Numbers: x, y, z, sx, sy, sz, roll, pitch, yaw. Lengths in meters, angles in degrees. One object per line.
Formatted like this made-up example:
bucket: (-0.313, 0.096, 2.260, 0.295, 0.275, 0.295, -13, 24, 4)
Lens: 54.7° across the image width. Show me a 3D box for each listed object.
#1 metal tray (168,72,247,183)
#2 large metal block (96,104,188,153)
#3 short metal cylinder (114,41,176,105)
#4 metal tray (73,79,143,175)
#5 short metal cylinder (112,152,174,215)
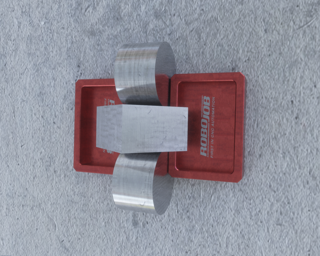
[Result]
metal tray: (0.059, -0.002, 0.387, 0.090, 0.030, 0.129, 2, 91, 19)
large metal block: (-0.023, 0.000, 0.367, 0.080, 0.081, 0.050, 3, 93, 60)
short metal cylinder: (-0.015, -0.065, 0.386, 0.050, 0.080, 0.079, 2, 91, 20)
metal tray: (-0.073, -0.002, 0.434, 0.090, 0.030, 0.129, 2, 91, 19)
short metal cylinder: (-0.018, 0.065, 0.387, 0.050, 0.080, 0.079, 2, 91, 20)
